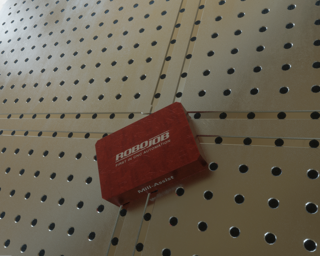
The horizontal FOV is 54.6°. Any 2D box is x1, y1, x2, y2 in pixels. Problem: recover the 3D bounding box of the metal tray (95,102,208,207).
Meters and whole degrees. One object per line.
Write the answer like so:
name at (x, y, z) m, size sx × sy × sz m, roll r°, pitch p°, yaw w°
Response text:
metal tray at (-0.016, 0.033, 0.394) m, size 0.130 × 0.030 × 0.090 m, roll -26°, pitch 53°, yaw 12°
